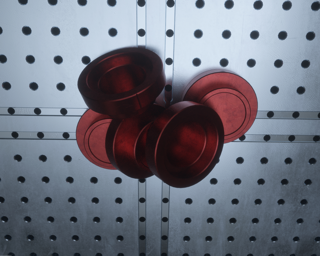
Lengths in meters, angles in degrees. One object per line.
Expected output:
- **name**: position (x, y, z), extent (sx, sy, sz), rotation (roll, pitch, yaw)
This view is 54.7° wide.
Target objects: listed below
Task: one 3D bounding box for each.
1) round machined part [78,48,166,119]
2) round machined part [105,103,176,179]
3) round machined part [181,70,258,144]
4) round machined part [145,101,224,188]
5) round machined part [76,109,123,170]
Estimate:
- **round machined part**: position (-0.041, -0.049, 0.361), extent (0.099, 0.098, 0.042), rotation (-12, 135, 4)
- **round machined part**: position (-0.014, 0.018, 0.385), extent (0.099, 0.042, 0.097), rotation (-12, 110, -36)
- **round machined part**: position (0.077, -0.023, 0.397), extent (0.099, 0.042, 0.097), rotation (0, 110, -1)
- **round machined part**: position (0.024, 0.016, 0.359), extent (0.099, 0.042, 0.097), rotation (-12, 112, -31)
- **round machined part**: position (-0.062, 0.012, 0.408), extent (0.099, 0.042, 0.097), rotation (0, 110, -1)
